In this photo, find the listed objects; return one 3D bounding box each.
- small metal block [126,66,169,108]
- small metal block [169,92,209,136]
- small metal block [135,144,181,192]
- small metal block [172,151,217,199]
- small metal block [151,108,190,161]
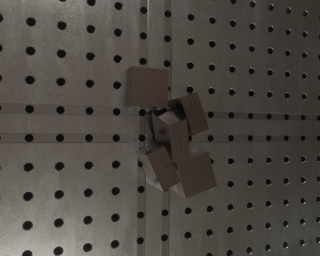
[{"bbox_3d":[-0.017,-0.052,0.407,0.050,0.025,0.050,2,89,-20],"label":"small metal block"},{"bbox_3d":[0.036,-0.018,0.414,0.025,0.050,0.050,-21,98,-19],"label":"small metal block"},{"bbox_3d":[-0.004,0.049,0.399,0.025,0.050,0.050,-27,99,-18],"label":"small metal block"},{"bbox_3d":[0.046,0.064,0.431,0.050,0.025,0.050,-17,96,-20],"label":"small metal block"},{"bbox_3d":[0.013,0.006,0.398,0.025,0.050,0.050,-17,117,-19],"label":"small metal block"}]
